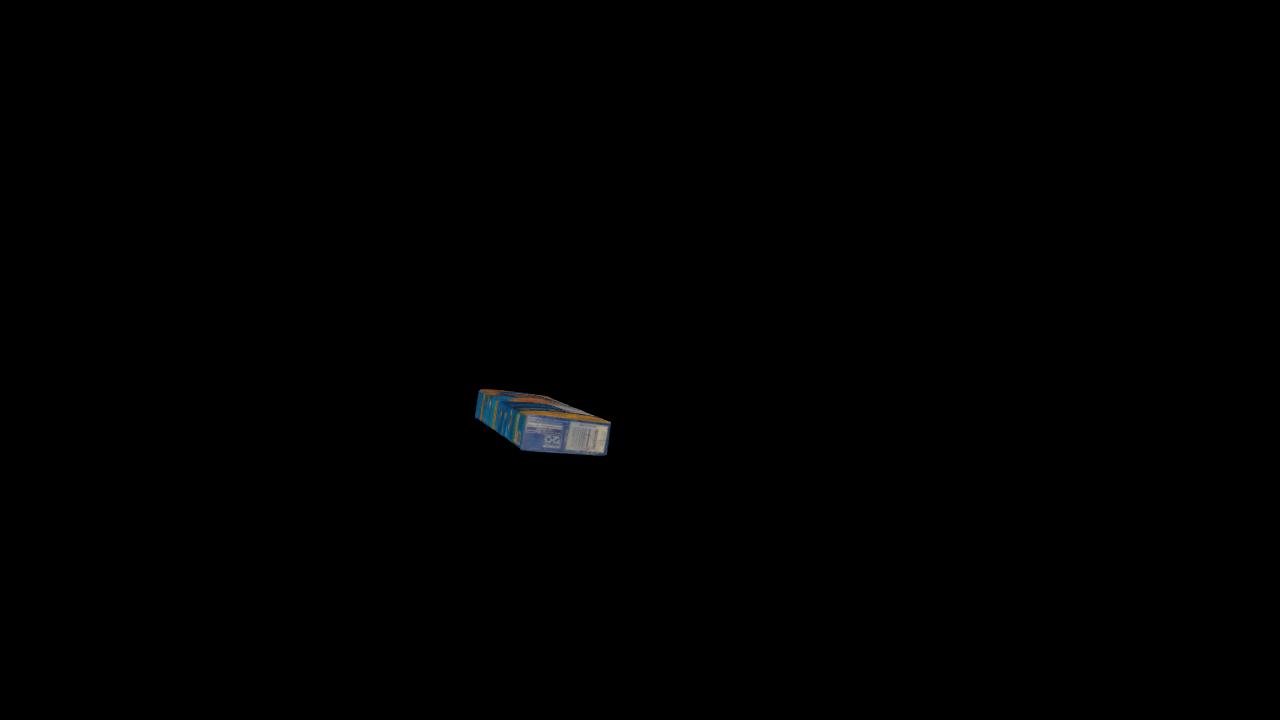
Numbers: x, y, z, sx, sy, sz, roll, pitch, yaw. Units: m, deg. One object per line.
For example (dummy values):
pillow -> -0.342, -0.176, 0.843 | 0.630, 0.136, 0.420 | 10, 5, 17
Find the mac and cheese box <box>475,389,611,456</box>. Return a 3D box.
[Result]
mac and cheese box -> -0.112, 0.065, 0.670 | 0.093, 0.041, 0.184 | 8, 2, -29
